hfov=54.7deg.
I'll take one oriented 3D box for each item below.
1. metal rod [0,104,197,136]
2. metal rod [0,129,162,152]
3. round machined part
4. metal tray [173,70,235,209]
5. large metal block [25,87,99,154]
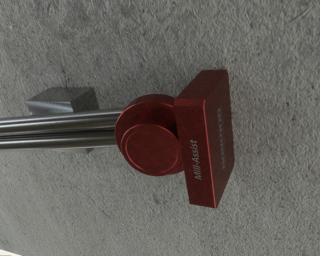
[{"bbox_3d":[-0.091,-0.010,0.390,0.301,0.025,0.025,-4,117,15],"label":"metal rod"},{"bbox_3d":[-0.087,0.014,0.403,0.301,0.025,0.025,-3,118,15],"label":"metal rod"},{"bbox_3d":[-0.004,0.015,0.344,0.098,0.042,0.097,7,122,11],"label":"round machined part"},{"bbox_3d":[0.054,0.011,0.343,0.030,0.090,0.129,4,120,26],"label":"metal tray"},{"bbox_3d":[-0.133,-0.012,0.448,0.080,0.050,0.079,3,120,26],"label":"large metal block"}]
